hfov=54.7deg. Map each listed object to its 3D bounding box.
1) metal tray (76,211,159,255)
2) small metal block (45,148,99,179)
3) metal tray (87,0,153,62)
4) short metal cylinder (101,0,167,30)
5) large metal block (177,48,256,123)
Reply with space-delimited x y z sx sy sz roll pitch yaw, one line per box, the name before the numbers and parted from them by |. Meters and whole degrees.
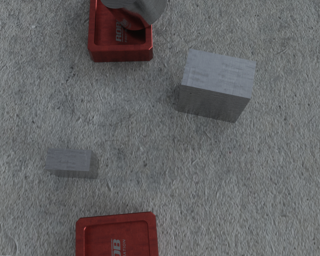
metal tray | -0.045 0.164 0.345 0.091 0.030 0.130 -5 70 -2
small metal block | -0.105 0.044 0.378 0.050 0.050 0.025 3 70 1
metal tray | -0.057 -0.163 0.464 0.091 0.030 0.130 -2 70 -1
short metal cylinder | -0.037 -0.186 0.434 0.080 0.050 0.080 -8 69 22
large metal block | 0.069 -0.051 0.398 0.080 0.080 0.050 12 71 4
